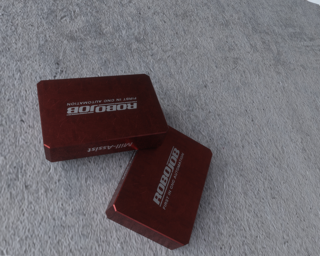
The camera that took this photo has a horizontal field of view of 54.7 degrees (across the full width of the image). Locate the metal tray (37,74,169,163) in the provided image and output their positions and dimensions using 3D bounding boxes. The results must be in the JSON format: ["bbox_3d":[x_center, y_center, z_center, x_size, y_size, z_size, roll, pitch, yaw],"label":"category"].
[{"bbox_3d":[-0.065,-0.016,0.352,0.131,0.030,0.090,-7,57,-20],"label":"metal tray"}]

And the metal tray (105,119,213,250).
[{"bbox_3d":[0.005,0.062,0.365,0.090,0.030,0.130,30,52,-9],"label":"metal tray"}]
